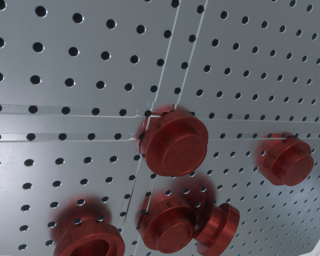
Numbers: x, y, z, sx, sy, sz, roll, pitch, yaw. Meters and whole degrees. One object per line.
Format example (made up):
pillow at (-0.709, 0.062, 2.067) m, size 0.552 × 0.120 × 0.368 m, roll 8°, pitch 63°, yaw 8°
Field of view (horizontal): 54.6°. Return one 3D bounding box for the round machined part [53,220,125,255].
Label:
round machined part at (-0.104, 0.174, 0.450) m, size 0.099 × 0.042 × 0.097 m, roll -14°, pitch 124°, yaw -21°

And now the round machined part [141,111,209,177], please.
round machined part at (0.026, 0.029, 0.431) m, size 0.099 × 0.042 × 0.097 m, roll -14°, pitch 124°, yaw -21°

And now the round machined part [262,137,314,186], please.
round machined part at (0.243, 0.069, 0.574) m, size 0.099 × 0.042 × 0.097 m, roll -14°, pitch 124°, yaw -21°

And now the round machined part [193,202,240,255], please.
round machined part at (0.090, 0.169, 0.529) m, size 0.042 × 0.098 × 0.098 m, roll 34°, pitch 102°, yaw 0°

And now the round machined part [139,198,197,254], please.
round machined part at (0.018, 0.168, 0.513) m, size 0.099 × 0.042 × 0.097 m, roll -14°, pitch 124°, yaw -21°
